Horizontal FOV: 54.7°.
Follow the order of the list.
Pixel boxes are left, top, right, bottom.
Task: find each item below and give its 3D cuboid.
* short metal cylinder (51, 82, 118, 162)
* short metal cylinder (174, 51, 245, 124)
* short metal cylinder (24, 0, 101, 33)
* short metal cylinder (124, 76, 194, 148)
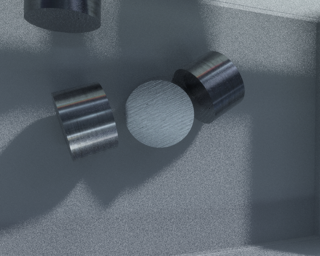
[{"bbox_3d":[-0.085,-0.008,0.350,0.050,0.080,0.080,-18,96,-19],"label":"short metal cylinder"},{"bbox_3d":[0.062,-0.052,0.404,0.050,0.080,0.080,-34,101,-18],"label":"short metal cylinder"},{"bbox_3d":[-0.106,-0.142,0.342,0.081,0.080,0.050,1,90,-20],"label":"short metal cylinder"},{"bbox_3d":[0.001,-0.022,0.381,0.080,0.050,0.079,1,105,3],"label":"short metal cylinder"}]
